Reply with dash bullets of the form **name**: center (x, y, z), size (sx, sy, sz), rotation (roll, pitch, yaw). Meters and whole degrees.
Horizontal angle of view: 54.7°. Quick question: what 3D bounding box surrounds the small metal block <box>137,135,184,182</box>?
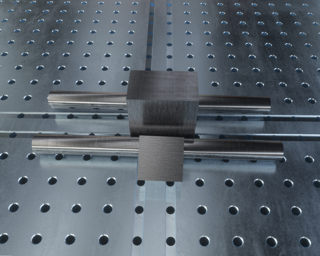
- **small metal block**: center (0.001, 0.035, 0.358), size (0.050, 0.025, 0.050), rotation (2, 87, 1)

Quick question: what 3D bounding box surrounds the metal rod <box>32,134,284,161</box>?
- **metal rod**: center (-0.003, 0.024, 0.383), size (0.302, 0.025, 0.025), rotation (2, 50, 1)

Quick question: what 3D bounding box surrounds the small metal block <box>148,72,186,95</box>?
- **small metal block**: center (0.009, -0.064, 0.442), size (0.050, 0.025, 0.050), rotation (1, 16, 0)

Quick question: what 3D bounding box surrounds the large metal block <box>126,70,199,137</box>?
- **large metal block**: center (0.004, -0.024, 0.386), size (0.081, 0.080, 0.050), rotation (1, 50, 1)

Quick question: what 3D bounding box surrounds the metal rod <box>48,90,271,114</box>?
- **metal rod**: center (-0.001, -0.036, 0.432), size (0.302, 0.025, 0.025), rotation (2, 50, 1)
